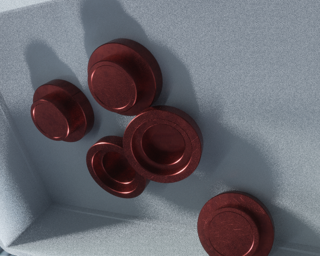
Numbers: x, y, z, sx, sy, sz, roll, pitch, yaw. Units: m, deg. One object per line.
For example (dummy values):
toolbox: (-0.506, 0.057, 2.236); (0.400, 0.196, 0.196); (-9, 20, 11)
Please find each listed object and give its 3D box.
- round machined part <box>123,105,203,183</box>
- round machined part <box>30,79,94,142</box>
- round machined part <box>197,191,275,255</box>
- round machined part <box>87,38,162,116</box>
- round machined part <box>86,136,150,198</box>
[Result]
round machined part: (0.006, 0.017, 0.394); (0.098, 0.042, 0.097); (5, 112, 13)
round machined part: (-0.152, -0.020, 0.463); (0.098, 0.042, 0.097); (13, 124, 20)
round machined part: (0.095, 0.133, 0.400); (0.098, 0.042, 0.097); (-2, 85, 24)
round machined part: (-0.050, -0.058, 0.387); (0.098, 0.042, 0.097); (13, 124, 20)
round machined part: (-0.056, 0.053, 0.458); (0.098, 0.042, 0.097); (13, 124, 20)
